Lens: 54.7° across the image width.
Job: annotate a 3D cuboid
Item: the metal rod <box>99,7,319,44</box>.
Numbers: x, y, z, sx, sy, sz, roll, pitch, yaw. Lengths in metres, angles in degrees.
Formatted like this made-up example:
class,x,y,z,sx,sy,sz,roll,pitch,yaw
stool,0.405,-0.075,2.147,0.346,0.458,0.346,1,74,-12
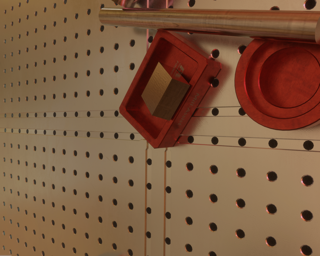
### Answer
class,x,y,z,sx,sy,sz,roll,pitch,yaw
metal rod,0.025,-0.120,0.344,0.300,0.025,0.025,22,104,43

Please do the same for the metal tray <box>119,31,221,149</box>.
class,x,y,z,sx,sy,sz,roll,pitch,yaw
metal tray,0.007,-0.049,0.400,0.090,0.030,0.129,44,116,31

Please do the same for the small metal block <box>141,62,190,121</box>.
class,x,y,z,sx,sy,sz,roll,pitch,yaw
small metal block,0.005,-0.045,0.376,0.050,0.025,0.050,-61,32,22

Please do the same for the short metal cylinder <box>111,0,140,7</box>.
class,x,y,z,sx,sy,sz,roll,pitch,yaw
short metal cylinder,-0.052,-0.208,0.417,0.050,0.081,0.080,-46,63,30

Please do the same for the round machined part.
class,x,y,z,sx,sy,sz,roll,pitch,yaw
round machined part,0.126,-0.046,0.295,0.098,0.042,0.097,0,90,40
